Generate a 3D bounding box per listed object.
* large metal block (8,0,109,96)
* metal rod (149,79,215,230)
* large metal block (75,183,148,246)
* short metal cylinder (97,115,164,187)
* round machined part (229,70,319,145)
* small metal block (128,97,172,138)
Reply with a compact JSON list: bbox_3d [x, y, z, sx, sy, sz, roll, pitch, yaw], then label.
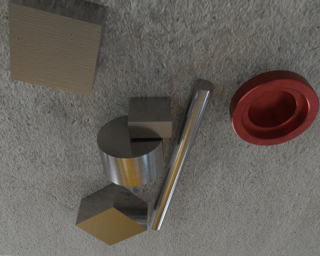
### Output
[{"bbox_3d":[-0.102,-0.087,0.315,0.081,0.050,0.079,12,129,-10],"label":"large metal block"},{"bbox_3d":[0.022,0.060,0.458,0.025,0.025,0.298,9,130,-8],"label":"metal rod"},{"bbox_3d":[-0.077,0.143,0.511,0.080,0.050,0.080,-30,124,22],"label":"large metal block"},{"bbox_3d":[-0.036,0.027,0.394,0.081,0.080,0.050,-2,130,1],"label":"short metal cylinder"},{"bbox_3d":[0.133,-0.028,0.375,0.099,0.042,0.097,-1,130,0],"label":"round machined part"},{"bbox_3d":[-0.012,-0.014,0.379,0.050,0.050,0.025,-1,130,0],"label":"small metal block"}]
